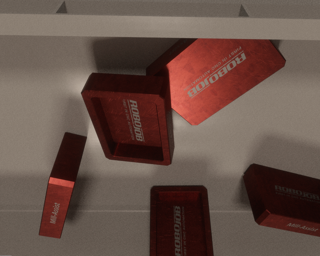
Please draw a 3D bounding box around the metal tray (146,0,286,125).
[{"bbox_3d":[0.059,-0.068,0.349,0.130,0.030,0.090,-36,122,26],"label":"metal tray"}]

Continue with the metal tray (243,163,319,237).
[{"bbox_3d":[0.197,0.108,0.461,0.131,0.090,0.030,14,129,-12],"label":"metal tray"}]

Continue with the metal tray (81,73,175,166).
[{"bbox_3d":[-0.032,-0.006,0.375,0.090,0.030,0.129,5,141,10],"label":"metal tray"}]

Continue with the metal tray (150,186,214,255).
[{"bbox_3d":[0.030,0.155,0.470,0.091,0.130,0.030,0,146,0],"label":"metal tray"}]

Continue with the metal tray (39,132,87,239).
[{"bbox_3d":[-0.136,0.081,0.433,0.030,0.090,0.129,15,129,-13],"label":"metal tray"}]
